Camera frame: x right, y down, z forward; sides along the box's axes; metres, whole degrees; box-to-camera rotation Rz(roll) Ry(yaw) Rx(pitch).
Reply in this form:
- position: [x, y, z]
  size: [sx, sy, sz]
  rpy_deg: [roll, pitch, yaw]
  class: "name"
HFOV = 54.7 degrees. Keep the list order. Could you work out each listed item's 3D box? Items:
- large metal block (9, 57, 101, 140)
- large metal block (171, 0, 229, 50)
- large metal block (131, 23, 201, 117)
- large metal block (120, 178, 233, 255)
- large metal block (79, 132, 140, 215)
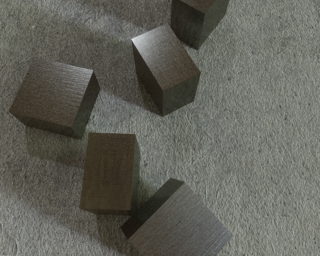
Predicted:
- position: [-0.134, -0.038, 0.408]
  size: [0.080, 0.050, 0.080]
  rpy_deg: [14, 71, 5]
  class: "large metal block"
- position: [0.059, -0.174, 0.443]
  size: [0.050, 0.080, 0.080]
  rpy_deg: [33, 73, 11]
  class: "large metal block"
- position: [0.006, -0.073, 0.405]
  size: [0.050, 0.080, 0.080]
  rpy_deg: [-27, 73, -9]
  class: "large metal block"
- position: [0.017, 0.114, 0.339]
  size: [0.080, 0.050, 0.080]
  rpy_deg: [-43, 98, -14]
  class: "large metal block"
- position: [-0.053, 0.057, 0.358]
  size: [0.050, 0.080, 0.080]
  rpy_deg: [2, 70, 1]
  class: "large metal block"
